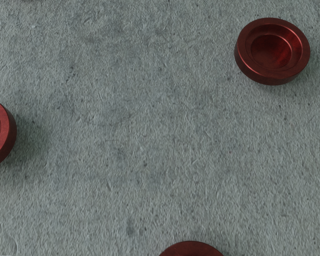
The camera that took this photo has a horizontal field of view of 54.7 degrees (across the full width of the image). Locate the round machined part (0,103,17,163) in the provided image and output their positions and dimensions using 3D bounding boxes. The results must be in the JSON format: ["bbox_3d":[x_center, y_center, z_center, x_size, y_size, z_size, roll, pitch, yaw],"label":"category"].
[{"bbox_3d":[-0.231,0.011,0.393,0.099,0.042,0.098,0,70,0],"label":"round machined part"}]

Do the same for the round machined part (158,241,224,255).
[{"bbox_3d":[0.035,0.174,0.336,0.099,0.042,0.098,0,70,0],"label":"round machined part"}]

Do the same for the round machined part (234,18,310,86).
[{"bbox_3d":[0.154,-0.103,0.438,0.099,0.042,0.098,0,70,0],"label":"round machined part"}]
